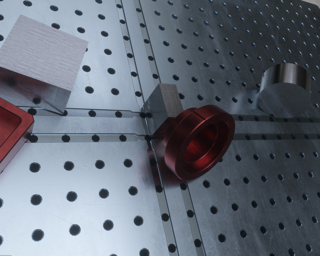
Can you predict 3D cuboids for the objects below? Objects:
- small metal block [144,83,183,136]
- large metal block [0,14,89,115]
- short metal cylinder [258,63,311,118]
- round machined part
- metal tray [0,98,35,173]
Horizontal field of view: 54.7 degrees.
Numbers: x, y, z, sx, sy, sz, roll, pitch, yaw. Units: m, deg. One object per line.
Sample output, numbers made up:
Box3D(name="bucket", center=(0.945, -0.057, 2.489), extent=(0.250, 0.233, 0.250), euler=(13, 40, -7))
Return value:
Box3D(name="small metal block", center=(0.005, -0.024, 0.409), extent=(0.025, 0.050, 0.050), euler=(0, 62, -28))
Box3D(name="large metal block", center=(-0.138, -0.073, 0.362), extent=(0.080, 0.050, 0.080), euler=(19, 54, -17))
Box3D(name="short metal cylinder", center=(0.211, -0.062, 0.524), extent=(0.080, 0.080, 0.050), euler=(30, 52, -10))
Box3D(name="round machined part", center=(0.044, 0.013, 0.385), extent=(0.099, 0.097, 0.042), euler=(-18, 42, -35))
Box3D(name="metal tray", center=(-0.204, -0.004, 0.297), extent=(0.130, 0.030, 0.090), euler=(31, 52, -9))
